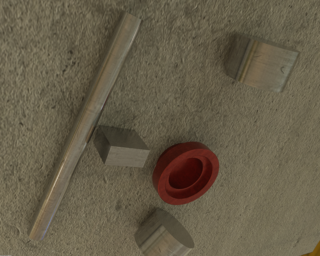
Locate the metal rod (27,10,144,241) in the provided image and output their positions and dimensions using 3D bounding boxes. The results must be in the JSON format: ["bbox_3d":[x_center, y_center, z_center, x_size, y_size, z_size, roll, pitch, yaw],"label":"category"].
[{"bbox_3d":[-0.094,0.011,0.361,0.025,0.025,0.298,16,110,-35],"label":"metal rod"}]

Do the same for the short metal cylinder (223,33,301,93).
[{"bbox_3d":[0.126,-0.083,0.389,0.081,0.080,0.050,2,117,-30],"label":"short metal cylinder"}]

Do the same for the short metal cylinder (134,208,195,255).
[{"bbox_3d":[0.007,0.173,0.482,0.050,0.080,0.080,-48,129,5],"label":"short metal cylinder"}]

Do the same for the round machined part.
[{"bbox_3d":[0.034,0.061,0.452,0.099,0.042,0.097,-14,124,-21],"label":"round machined part"}]

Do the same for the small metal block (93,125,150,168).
[{"bbox_3d":[-0.048,0.022,0.378,0.050,0.050,0.025,9,114,-33],"label":"small metal block"}]
